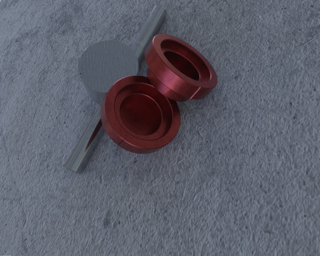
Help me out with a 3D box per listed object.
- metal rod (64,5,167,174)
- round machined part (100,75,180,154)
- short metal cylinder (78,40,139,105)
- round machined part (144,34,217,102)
[{"bbox_3d":[-0.061,-0.069,0.476,0.025,0.025,0.300,13,68,33],"label":"metal rod"},{"bbox_3d":[-0.027,-0.014,0.391,0.042,0.099,0.098,-40,35,56],"label":"round machined part"},{"bbox_3d":[-0.070,-0.075,0.438,0.081,0.050,0.080,1,71,-1],"label":"short metal cylinder"},{"bbox_3d":[0.022,-0.072,0.399,0.042,0.099,0.098,-50,43,36],"label":"round machined part"}]
